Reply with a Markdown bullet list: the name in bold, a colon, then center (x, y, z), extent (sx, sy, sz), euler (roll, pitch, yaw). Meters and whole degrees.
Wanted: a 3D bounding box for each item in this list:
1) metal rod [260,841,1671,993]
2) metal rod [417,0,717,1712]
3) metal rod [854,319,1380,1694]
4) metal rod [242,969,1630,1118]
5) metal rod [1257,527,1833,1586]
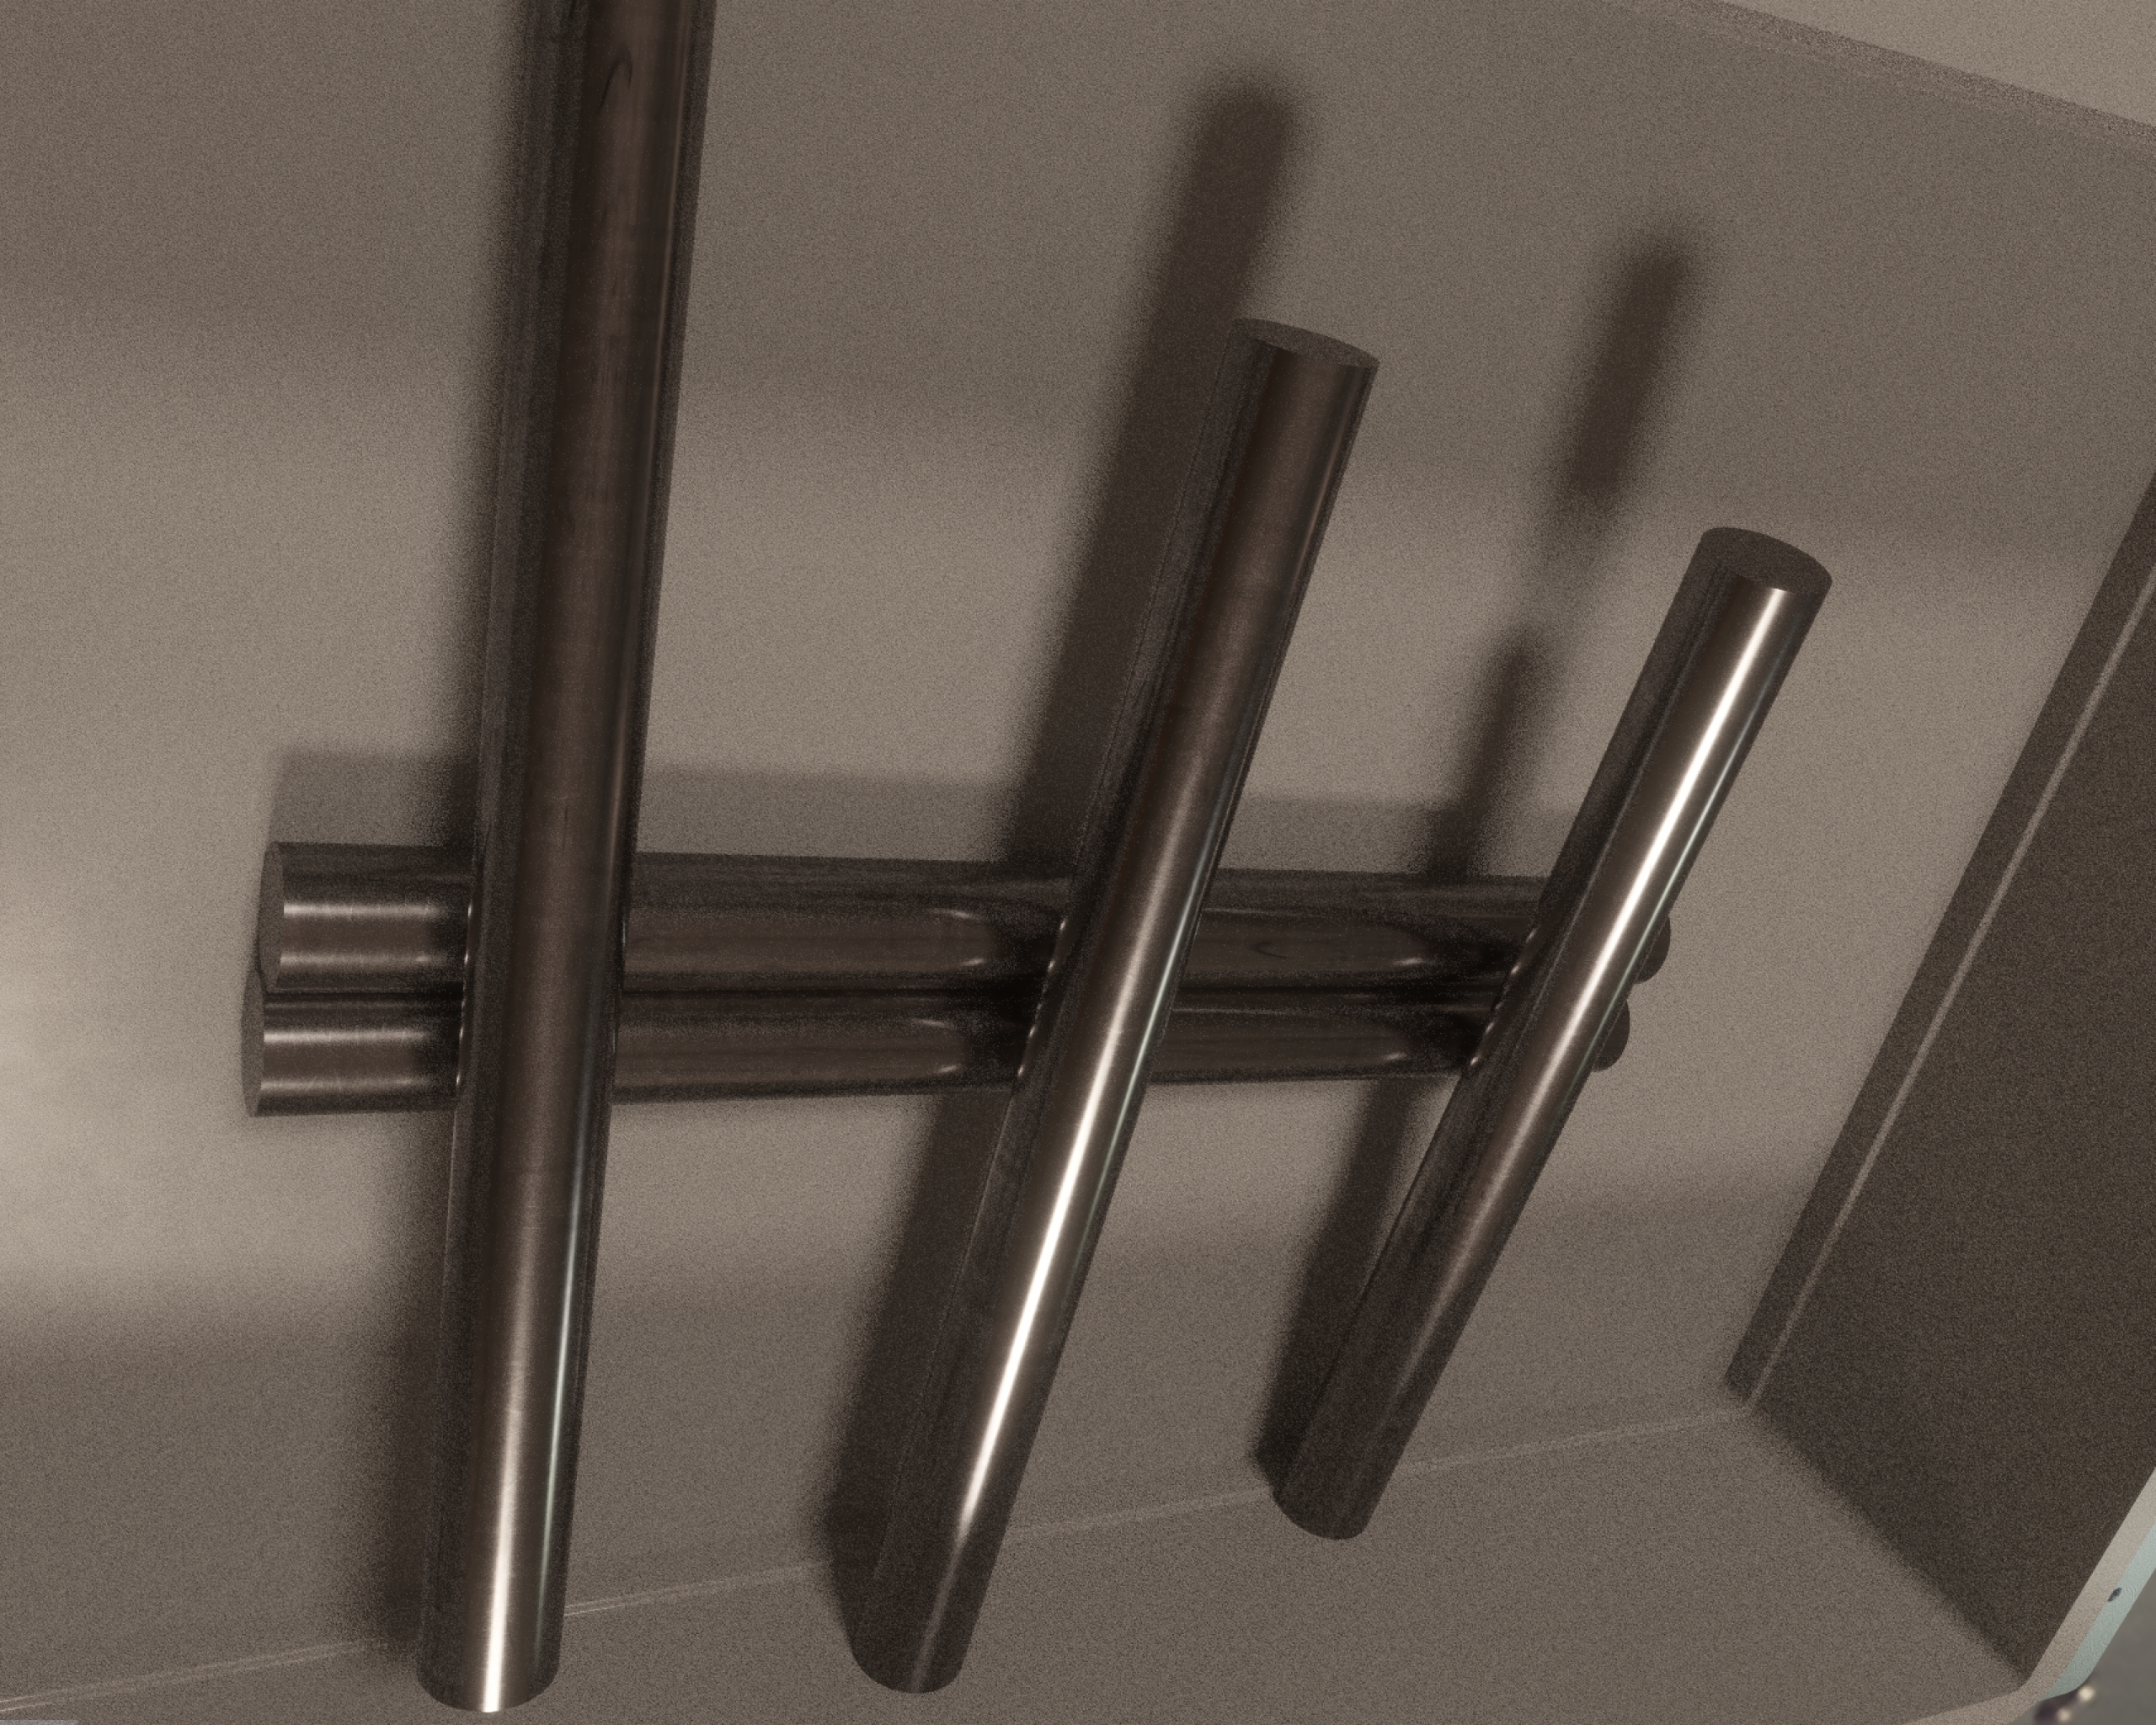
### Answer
- **metal rod**: center (-0.001, 0.013, 0.416), extent (0.303, 0.025, 0.025), euler (2, 118, -30)
- **metal rod**: center (-0.085, 0.007, 0.335), extent (0.025, 0.025, 0.298), euler (-1, 111, -29)
- **metal rod**: center (0.000, 0.045, 0.404), extent (0.025, 0.025, 0.298), euler (1, 118, -30)
- **metal rod**: center (-0.008, 0.034, 0.426), extent (0.303, 0.025, 0.025), euler (2, 118, -30)
- **metal rod**: center (0.094, 0.063, 0.470), extent (0.025, 0.025, 0.298), euler (-4, 129, -27)
